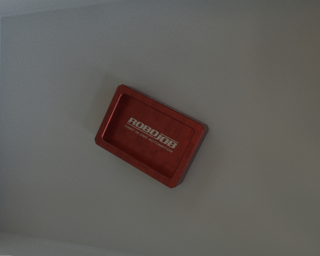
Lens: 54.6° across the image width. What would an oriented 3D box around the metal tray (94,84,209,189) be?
[{"bbox_3d":[-0.013,0.009,0.412,0.130,0.030,0.090,28,99,17],"label":"metal tray"}]
